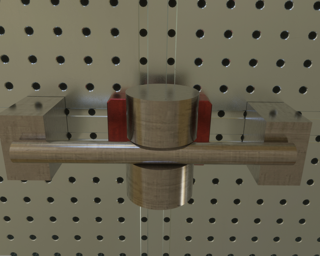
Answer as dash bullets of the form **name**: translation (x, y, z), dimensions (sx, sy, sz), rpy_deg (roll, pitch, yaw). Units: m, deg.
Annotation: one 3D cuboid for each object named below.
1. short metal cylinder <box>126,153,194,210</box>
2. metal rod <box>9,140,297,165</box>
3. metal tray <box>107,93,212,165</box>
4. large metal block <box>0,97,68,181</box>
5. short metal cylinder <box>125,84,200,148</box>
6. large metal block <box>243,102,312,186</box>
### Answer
- **short metal cylinder**: translation (0.000, 0.054, 0.372), dimensions (0.081, 0.080, 0.050), rpy_deg (1, 110, -1)
- **metal rod**: translation (-0.006, 0.027, 0.337), dimensions (0.302, 0.025, 0.025), rpy_deg (1, 110, -1)
- **metal tray**: translation (-0.001, 0.002, 0.411), dimensions (0.131, 0.030, 0.089), rpy_deg (1, 110, -1)
- **large metal block**: translation (-0.152, 0.010, 0.385), dimensions (0.050, 0.080, 0.079), rpy_deg (1, 110, 0)
- **short metal cylinder**: translation (0.002, -0.017, 0.346), dimensions (0.081, 0.080, 0.050), rpy_deg (1, 110, -1)
- **large metal block**: translation (0.141, 0.017, 0.390), dimensions (0.050, 0.080, 0.079), rpy_deg (1, 110, 0)
